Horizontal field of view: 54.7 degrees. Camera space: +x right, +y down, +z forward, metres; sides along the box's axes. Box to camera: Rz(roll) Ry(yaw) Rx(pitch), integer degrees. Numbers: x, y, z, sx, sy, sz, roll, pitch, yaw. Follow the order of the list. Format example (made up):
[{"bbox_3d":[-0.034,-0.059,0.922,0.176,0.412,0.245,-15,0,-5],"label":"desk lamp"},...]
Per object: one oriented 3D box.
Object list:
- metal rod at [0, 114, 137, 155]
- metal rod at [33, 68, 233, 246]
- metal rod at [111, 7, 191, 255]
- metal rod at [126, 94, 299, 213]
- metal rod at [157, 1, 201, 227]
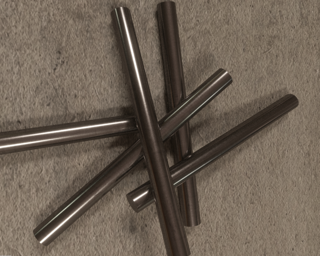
[{"bbox_3d":[-0.169,0.016,0.346,0.303,0.025,0.025,-9,93,-20],"label":"metal rod"},{"bbox_3d":[-0.026,0.029,0.382,0.301,0.025,0.025,-41,104,-9],"label":"metal rod"},{"bbox_3d":[-0.015,-0.004,0.362,0.025,0.025,0.299,-10,78,-20],"label":"metal rod"},{"bbox_3d":[0.088,0.022,0.422,0.302,0.025,0.025,-28,100,-26],"label":"metal rod"},{"bbox_3d":[0.026,-0.017,0.419,0.025,0.025,0.298,-8,93,-20],"label":"metal rod"}]
